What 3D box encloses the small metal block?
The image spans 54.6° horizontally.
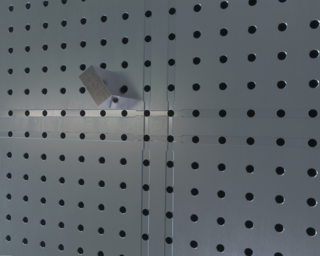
[{"bbox_3d":[-0.076,-0.055,0.427,0.025,0.050,0.050,-38,78,16],"label":"small metal block"}]
